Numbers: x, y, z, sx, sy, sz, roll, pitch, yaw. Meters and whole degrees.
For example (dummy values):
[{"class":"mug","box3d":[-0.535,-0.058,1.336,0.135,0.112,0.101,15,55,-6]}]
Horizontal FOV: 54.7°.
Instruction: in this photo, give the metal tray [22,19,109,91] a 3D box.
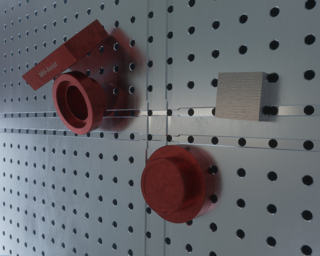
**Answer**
[{"class":"metal tray","box3d":[-0.151,-0.115,0.493,0.130,0.090,0.030,-20,117,38]}]

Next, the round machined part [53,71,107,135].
[{"class":"round machined part","box3d":[-0.121,-0.042,0.486,0.098,0.042,0.097,19,122,34]}]

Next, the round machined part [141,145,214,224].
[{"class":"round machined part","box3d":[0.015,0.070,0.387,0.098,0.042,0.097,0,90,40]}]

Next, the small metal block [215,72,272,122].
[{"class":"small metal block","box3d":[0.090,-0.034,0.335,0.050,0.025,0.050,7,95,39]}]
